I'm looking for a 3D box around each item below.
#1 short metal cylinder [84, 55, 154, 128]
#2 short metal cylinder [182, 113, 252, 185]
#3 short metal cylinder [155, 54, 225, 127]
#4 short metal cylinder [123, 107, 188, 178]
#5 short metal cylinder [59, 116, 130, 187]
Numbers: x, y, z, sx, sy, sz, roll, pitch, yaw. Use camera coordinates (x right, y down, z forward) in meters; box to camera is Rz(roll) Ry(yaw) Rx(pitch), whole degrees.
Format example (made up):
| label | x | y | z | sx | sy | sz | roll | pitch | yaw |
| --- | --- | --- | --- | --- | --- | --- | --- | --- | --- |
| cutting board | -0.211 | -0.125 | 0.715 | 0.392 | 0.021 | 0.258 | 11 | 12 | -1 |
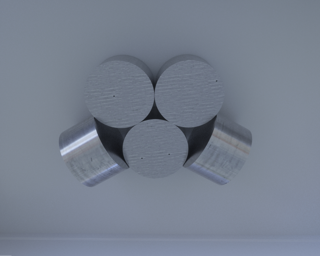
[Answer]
| label | x | y | z | sx | sy | sz | roll | pitch | yaw |
| --- | --- | --- | --- | --- | --- | --- | --- | --- | --- |
| short metal cylinder | -0.047 | -0.046 | 0.379 | 0.081 | 0.050 | 0.079 | 0 | 110 | 0 |
| short metal cylinder | 0.070 | 0.025 | 0.390 | 0.050 | 0.080 | 0.080 | 28 | 108 | -10 |
| short metal cylinder | 0.034 | -0.047 | 0.379 | 0.081 | 0.050 | 0.079 | 0 | 110 | 0 |
| short metal cylinder | -0.005 | 0.018 | 0.403 | 0.081 | 0.050 | 0.079 | 0 | 110 | 0 |
| short metal cylinder | -0.080 | 0.027 | 0.390 | 0.050 | 0.080 | 0.080 | -29 | 108 | 10 |
